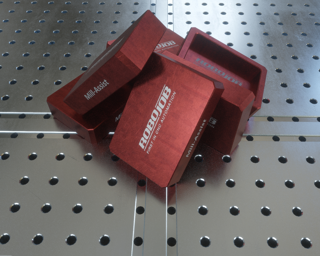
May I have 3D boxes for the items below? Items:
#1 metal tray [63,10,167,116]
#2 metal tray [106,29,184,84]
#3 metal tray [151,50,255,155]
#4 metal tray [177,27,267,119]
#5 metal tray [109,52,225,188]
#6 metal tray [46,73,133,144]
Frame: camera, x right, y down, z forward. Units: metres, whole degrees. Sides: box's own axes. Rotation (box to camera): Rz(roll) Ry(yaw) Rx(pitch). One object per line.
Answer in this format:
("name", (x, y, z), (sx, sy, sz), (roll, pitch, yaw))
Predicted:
("metal tray", (-0.056, -0.075, 0.372), (0.030, 0.130, 0.090), (42, 49, -21))
("metal tray", (-0.005, -0.109, 0.472), (0.131, 0.030, 0.090), (-27, 57, -38))
("metal tray", (0.045, -0.032, 0.391), (0.130, 0.090, 0.030), (31, 57, 23))
("metal tray", (0.084, -0.079, 0.440), (0.130, 0.030, 0.090), (28, 52, -6))
("metal tray", (0.004, -0.010, 0.354), (0.090, 0.129, 0.030), (31, 18, 24))
("metal tray", (-0.080, -0.047, 0.443), (0.090, 0.030, 0.131), (32, 57, 23))
